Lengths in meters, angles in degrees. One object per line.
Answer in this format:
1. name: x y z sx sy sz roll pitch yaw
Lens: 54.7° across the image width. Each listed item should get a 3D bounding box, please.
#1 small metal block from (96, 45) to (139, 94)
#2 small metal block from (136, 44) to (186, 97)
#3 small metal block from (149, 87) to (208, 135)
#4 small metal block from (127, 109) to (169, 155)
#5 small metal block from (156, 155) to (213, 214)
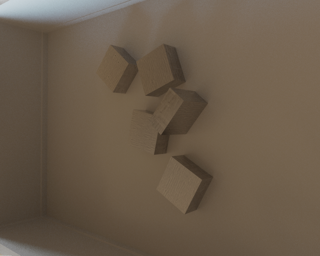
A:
1. small metal block: -0.062 -0.086 0.458 0.050 0.025 0.050 48 119 29
2. small metal block: 0.000 -0.074 0.407 0.050 0.025 0.050 -24 75 37
3. small metal block: 0.022 -0.019 0.372 0.025 0.050 0.050 48 118 29
4. small metal block: -0.014 0.004 0.419 0.050 0.025 0.050 17 101 38
5. small metal block: 0.030 0.069 0.382 0.050 0.025 0.050 36 112 34
